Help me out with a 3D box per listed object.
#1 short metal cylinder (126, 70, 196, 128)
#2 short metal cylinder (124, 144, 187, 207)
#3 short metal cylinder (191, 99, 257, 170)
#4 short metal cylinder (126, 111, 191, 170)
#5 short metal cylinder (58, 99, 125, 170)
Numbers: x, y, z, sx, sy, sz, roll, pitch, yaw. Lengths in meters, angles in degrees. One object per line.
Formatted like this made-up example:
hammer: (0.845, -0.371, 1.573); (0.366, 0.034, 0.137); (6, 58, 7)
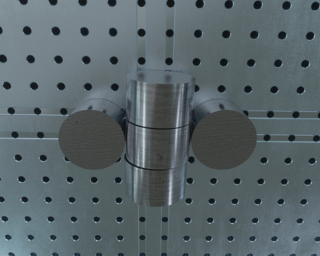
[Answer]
short metal cylinder: (0.000, -0.037, 0.370); (0.081, 0.080, 0.050); (2, 110, -1)
short metal cylinder: (-0.006, 0.059, 0.405); (0.081, 0.080, 0.050); (1, 110, -1)
short metal cylinder: (0.079, 0.007, 0.403); (0.081, 0.050, 0.079); (0, 110, -1)
short metal cylinder: (-0.002, 0.011, 0.388); (0.081, 0.080, 0.050); (2, 110, -1)
short metal cylinder: (-0.083, 0.007, 0.401); (0.081, 0.050, 0.079); (0, 110, -1)
